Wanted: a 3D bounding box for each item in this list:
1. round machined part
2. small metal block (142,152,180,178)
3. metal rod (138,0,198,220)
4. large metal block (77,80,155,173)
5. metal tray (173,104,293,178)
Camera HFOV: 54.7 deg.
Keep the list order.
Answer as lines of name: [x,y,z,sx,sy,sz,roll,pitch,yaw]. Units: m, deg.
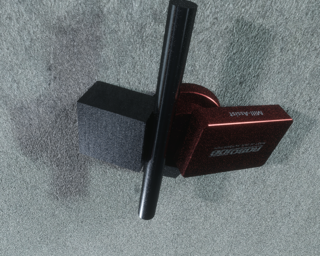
round machined part: [0.031,-0.005,0.393,0.099,0.042,0.097,0,130,0]
small metal block: [0.006,0.049,0.437,0.050,0.025,0.050,12,155,-10]
metal rod: [0.000,0.008,0.360,0.025,0.025,0.298,6,128,-5]
large metal block: [-0.050,-0.002,0.376,0.080,0.050,0.079,17,130,9]
metal tray: [0.091,0.016,0.391,0.131,0.030,0.089,-4,134,-24]
